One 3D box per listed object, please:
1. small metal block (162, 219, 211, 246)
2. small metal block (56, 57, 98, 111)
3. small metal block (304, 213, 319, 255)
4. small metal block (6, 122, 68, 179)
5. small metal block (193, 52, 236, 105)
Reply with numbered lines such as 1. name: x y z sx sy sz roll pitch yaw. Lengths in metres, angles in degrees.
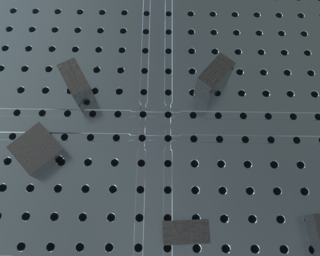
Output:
1. small metal block: 0.028 0.120 0.355 0.050 0.050 0.025 -2 70 -1
2. small metal block: -0.111 -0.058 0.418 0.025 0.050 0.050 -27 73 -10
3. small metal block: 0.207 0.127 0.368 0.050 0.025 0.050 -5 70 -2
4. small metal block: -0.157 0.029 0.399 0.050 0.025 0.050 -42 76 -14
5. small metal block: 0.073 -0.066 0.424 0.025 0.050 0.050 39 74 12
